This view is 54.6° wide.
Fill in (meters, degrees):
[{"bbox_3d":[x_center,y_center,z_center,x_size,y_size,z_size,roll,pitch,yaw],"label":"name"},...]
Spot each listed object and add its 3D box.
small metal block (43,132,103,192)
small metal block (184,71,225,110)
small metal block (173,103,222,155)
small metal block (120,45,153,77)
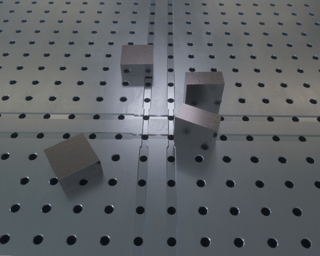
[{"bbox_3d":[-0.104,0.040,0.374,0.050,0.025,0.050,-26,55,-20],"label":"small metal block"},{"bbox_3d":[0.060,-0.051,0.435,0.050,0.050,0.025,-1,50,-1],"label":"small metal block"},{"bbox_3d":[0.046,0.002,0.390,0.050,0.050,0.025,20,53,16],"label":"small metal block"},{"bbox_3d":[-0.036,-0.109,0.499,0.050,0.025,0.050,-1,50,-1],"label":"small metal block"}]
